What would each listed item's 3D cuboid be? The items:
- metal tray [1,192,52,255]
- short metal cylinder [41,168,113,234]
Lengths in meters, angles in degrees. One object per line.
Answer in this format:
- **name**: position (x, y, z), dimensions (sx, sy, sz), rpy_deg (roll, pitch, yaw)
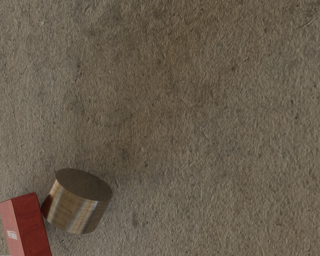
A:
- **metal tray**: position (-0.194, 0.143, 0.438), dimensions (0.130, 0.030, 0.090), rpy_deg (-24, 81, 53)
- **short metal cylinder**: position (-0.112, 0.097, 0.419), dimensions (0.080, 0.080, 0.050), rpy_deg (29, 100, 17)
